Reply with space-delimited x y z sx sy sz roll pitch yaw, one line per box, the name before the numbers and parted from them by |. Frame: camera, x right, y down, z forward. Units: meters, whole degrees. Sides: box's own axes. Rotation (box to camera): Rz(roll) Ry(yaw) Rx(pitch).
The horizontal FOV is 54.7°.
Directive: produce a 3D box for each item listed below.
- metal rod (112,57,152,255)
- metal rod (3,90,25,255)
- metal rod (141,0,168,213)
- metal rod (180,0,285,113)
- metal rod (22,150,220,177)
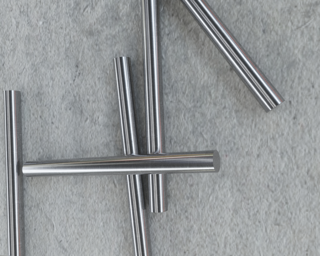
metal rod | -0.036 0.053 0.420 0.025 0.025 0.298 -7 88 19
metal rod | -0.229 0.091 0.487 0.025 0.025 0.298 -2 89 19
metal rod | -0.008 -0.041 0.410 0.025 0.025 0.298 -3 89 19
metal rod | 0.053 -0.146 0.389 0.025 0.025 0.299 -37 79 16
metal rod | -0.070 0.050 0.408 0.300 0.025 0.025 -6 88 28
